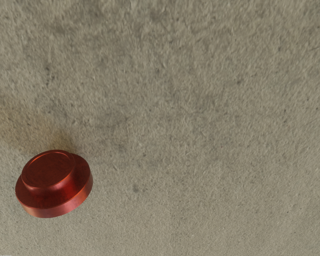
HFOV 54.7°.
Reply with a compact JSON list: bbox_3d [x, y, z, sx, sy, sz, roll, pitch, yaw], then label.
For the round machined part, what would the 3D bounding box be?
[{"bbox_3d":[-0.143,0.067,0.414,0.099,0.098,0.042,-3,130,2],"label":"round machined part"}]
